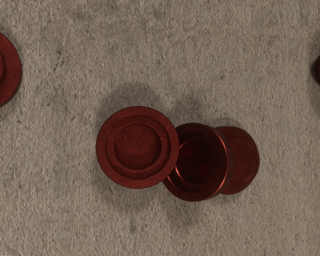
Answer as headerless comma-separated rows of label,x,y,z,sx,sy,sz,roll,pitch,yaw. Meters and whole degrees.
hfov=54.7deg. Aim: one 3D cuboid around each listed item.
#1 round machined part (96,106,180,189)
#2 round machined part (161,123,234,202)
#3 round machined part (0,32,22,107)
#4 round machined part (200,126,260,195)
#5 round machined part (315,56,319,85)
round machined part,-0.027,0.023,0.383,0.099,0.042,0.097,0,89,-7
round machined part,0.049,0.044,0.400,0.042,0.098,0.097,10,86,-55
round machined part,-0.200,-0.064,0.326,0.099,0.042,0.097,0,90,-21
round machined part,0.100,0.046,0.439,0.099,0.042,0.097,0,90,-21
round machined part,0.299,-0.098,0.513,0.099,0.042,0.097,0,90,-21
